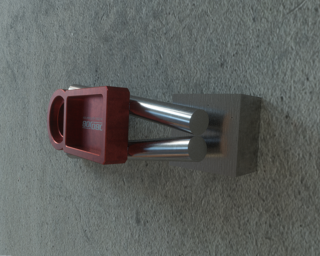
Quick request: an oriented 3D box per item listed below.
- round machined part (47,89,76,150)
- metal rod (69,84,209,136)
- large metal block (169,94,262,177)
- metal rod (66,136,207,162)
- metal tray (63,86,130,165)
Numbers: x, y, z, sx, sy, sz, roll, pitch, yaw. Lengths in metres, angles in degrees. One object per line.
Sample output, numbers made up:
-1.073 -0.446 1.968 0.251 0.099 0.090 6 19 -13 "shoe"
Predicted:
-0.146 -0.013 0.505 0.098 0.042 0.097 -1 89 50 "round machined part"
-0.053 -0.033 0.406 0.300 0.025 0.025 18 101 51 "metal rod"
0.059 0.004 0.338 0.080 0.050 0.079 5 93 39 "large metal block"
-0.056 0.029 0.409 0.299 0.025 0.025 -6 86 52 "metal rod"
-0.088 -0.006 0.406 0.130 0.030 0.089 5 93 52 "metal tray"
